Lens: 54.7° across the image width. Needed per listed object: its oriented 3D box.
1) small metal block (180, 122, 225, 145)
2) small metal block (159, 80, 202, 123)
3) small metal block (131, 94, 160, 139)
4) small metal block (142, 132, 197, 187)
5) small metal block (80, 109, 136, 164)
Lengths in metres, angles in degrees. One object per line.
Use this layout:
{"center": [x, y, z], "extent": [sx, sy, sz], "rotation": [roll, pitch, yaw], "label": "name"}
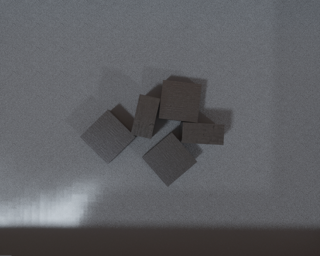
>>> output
{"center": [0.052, 0.007, 0.397], "extent": [0.050, 0.050, 0.025], "rotation": [3, 90, -1], "label": "small metal block"}
{"center": [0.026, -0.034, 0.410], "extent": [0.050, 0.025, 0.050], "rotation": [6, 90, -1], "label": "small metal block"}
{"center": [-0.018, -0.014, 0.396], "extent": [0.025, 0.050, 0.050], "rotation": [13, 90, 0], "label": "small metal block"}
{"center": [0.013, 0.041, 0.409], "extent": [0.050, 0.025, 0.050], "rotation": [-41, 91, 0], "label": "small metal block"}
{"center": [-0.067, 0.011, 0.409], "extent": [0.050, 0.025, 0.050], "rotation": [-45, 91, 0], "label": "small metal block"}
